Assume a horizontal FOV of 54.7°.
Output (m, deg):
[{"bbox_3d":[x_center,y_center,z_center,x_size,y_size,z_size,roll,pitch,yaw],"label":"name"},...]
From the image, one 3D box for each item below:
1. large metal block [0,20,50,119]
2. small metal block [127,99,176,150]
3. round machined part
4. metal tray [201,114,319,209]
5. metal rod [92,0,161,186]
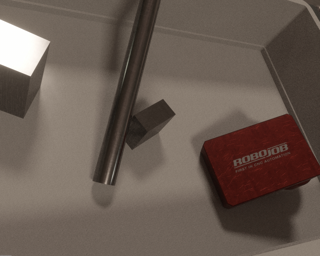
[{"bbox_3d":[-0.168,-0.063,0.319,0.080,0.080,0.050,22,54,-16],"label":"large metal block"},{"bbox_3d":[-0.016,-0.004,0.385,0.050,0.050,0.025,-33,81,-38],"label":"small metal block"},{"bbox_3d":[0.176,0.046,0.464,0.099,0.042,0.098,14,56,-21],"label":"round machined part"},{"bbox_3d":[0.131,0.043,0.413,0.131,0.030,0.090,-18,69,-7],"label":"metal tray"},{"bbox_3d":[-0.029,-0.083,0.366,0.025,0.025,0.299,17,79,-19],"label":"metal rod"}]
